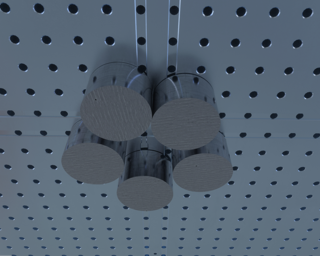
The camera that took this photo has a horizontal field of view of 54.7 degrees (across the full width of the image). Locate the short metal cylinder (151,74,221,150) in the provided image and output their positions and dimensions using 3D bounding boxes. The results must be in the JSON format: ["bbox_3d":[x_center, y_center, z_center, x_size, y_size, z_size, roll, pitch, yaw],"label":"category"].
[{"bbox_3d":[0.030,-0.019,0.378,0.081,0.050,0.079,0,131,0],"label":"short metal cylinder"}]

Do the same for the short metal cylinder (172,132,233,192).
[{"bbox_3d":[0.057,0.045,0.433,0.081,0.050,0.079,0,132,0],"label":"short metal cylinder"}]

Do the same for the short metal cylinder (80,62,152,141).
[{"bbox_3d":[-0.049,-0.030,0.368,0.081,0.050,0.079,-1,130,0],"label":"short metal cylinder"}]

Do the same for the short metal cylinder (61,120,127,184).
[{"bbox_3d":[-0.087,0.032,0.421,0.081,0.050,0.079,0,131,0],"label":"short metal cylinder"}]

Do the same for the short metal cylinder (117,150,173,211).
[{"bbox_3d":[-0.021,0.079,0.461,0.081,0.050,0.079,0,130,0],"label":"short metal cylinder"}]
